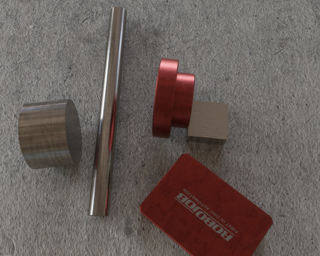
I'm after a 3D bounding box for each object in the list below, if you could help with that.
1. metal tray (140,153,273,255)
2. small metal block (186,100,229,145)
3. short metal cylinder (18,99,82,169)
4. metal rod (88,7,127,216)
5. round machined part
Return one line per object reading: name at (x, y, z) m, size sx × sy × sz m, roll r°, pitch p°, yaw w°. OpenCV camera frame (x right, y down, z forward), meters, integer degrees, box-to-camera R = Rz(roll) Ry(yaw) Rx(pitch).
metal tray at (0.053, 0.104, 0.368) m, size 0.130 × 0.030 × 0.090 m, roll 37°, pitch 74°, yaw 12°
small metal block at (0.063, -0.007, 0.411) m, size 0.050 × 0.025 × 0.050 m, roll 6°, pitch 70°, yaw 1°
short metal cylinder at (-0.129, 0.007, 0.375) m, size 0.050 × 0.080 × 0.080 m, roll -6°, pitch 70°, yaw -3°
metal rod at (-0.068, -0.036, 0.420) m, size 0.025 × 0.025 × 0.299 m, roll 2°, pitch 70°, yaw 0°
round machined part at (0.018, -0.035, 0.382) m, size 0.042 × 0.098 × 0.098 m, roll 7°, pitch 70°, yaw 2°
